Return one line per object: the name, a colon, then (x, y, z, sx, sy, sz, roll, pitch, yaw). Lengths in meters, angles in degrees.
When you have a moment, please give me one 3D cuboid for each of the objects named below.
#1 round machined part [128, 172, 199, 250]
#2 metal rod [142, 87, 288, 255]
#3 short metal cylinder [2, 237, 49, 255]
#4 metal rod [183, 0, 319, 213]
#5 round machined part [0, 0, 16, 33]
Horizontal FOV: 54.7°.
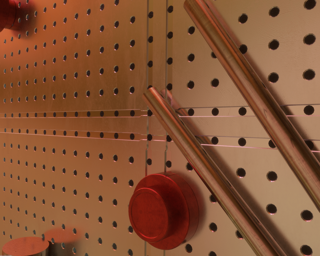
round machined part: (-0.003, 0.108, 0.401, 0.098, 0.042, 0.097, 0, 90, 40)
metal rod: (0.065, 0.063, 0.355, 0.025, 0.025, 0.300, -51, 60, 28)
short metal cylinder: (-0.253, 0.246, 0.583, 0.080, 0.081, 0.050, 7, 95, 40)
metal rod: (0.104, -0.029, 0.323, 0.025, 0.025, 0.299, -41, 65, 32)
round machined part: (-0.361, -0.262, 0.697, 0.098, 0.042, 0.097, 0, 90, 40)
